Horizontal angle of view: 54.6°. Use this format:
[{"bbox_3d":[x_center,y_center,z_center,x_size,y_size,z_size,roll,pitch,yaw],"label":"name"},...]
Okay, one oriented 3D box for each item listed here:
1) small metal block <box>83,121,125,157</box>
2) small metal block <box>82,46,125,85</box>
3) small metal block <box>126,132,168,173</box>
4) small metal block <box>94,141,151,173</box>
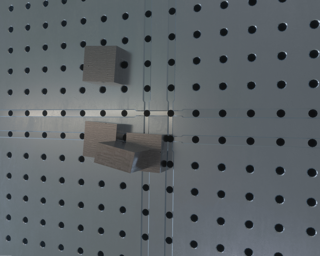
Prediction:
[{"bbox_3d":[-0.080,0.017,0.441,0.050,0.025,0.050,5,92,20],"label":"small metal block"},{"bbox_3d":[-0.080,-0.089,0.442,0.050,0.025,0.050,5,92,20],"label":"small metal block"},{"bbox_3d":[-0.018,0.032,0.419,0.050,0.025,0.050,3,91,20],"label":"small metal block"},{"bbox_3d":[-0.046,0.035,0.389,0.050,0.050,0.025,13,95,19],"label":"small metal block"}]
